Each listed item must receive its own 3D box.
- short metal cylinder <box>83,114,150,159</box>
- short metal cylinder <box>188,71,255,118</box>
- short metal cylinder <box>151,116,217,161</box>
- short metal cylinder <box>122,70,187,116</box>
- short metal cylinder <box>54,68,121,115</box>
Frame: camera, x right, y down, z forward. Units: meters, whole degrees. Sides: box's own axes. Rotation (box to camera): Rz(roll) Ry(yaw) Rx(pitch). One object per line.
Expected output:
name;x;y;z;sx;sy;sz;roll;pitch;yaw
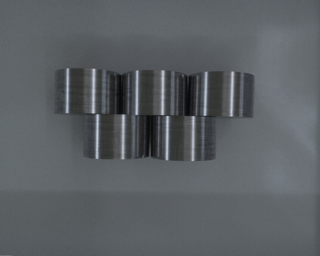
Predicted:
short metal cylinder;-0.053;0.009;0.382;0.081;0.080;0.050;1;90;0
short metal cylinder;0.074;-0.038;0.383;0.081;0.080;0.050;2;90;0
short metal cylinder;0.029;0.011;0.382;0.081;0.080;0.050;1;90;0
short metal cylinder;-0.007;-0.039;0.382;0.081;0.080;0.050;1;90;0
short metal cylinder;-0.088;-0.041;0.381;0.081;0.080;0.050;1;90;0
